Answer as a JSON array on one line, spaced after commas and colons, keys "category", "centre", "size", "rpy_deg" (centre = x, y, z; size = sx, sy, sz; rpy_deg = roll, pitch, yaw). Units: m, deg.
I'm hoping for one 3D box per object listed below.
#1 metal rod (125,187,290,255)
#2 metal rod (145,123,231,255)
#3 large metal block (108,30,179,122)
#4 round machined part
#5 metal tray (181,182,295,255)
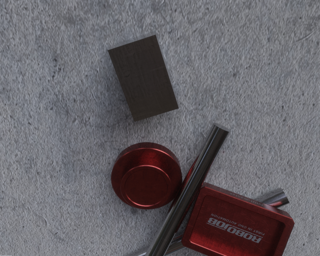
[{"category": "metal rod", "centre": [0.048, 0.164, 0.471], "size": [0.301, 0.025, 0.025], "rpy_deg": [-27, 108, 9]}, {"category": "metal rod", "centre": [0.019, 0.129, 0.435], "size": [0.025, 0.025, 0.298], "rpy_deg": [23, 105, -9]}, {"category": "large metal block", "centre": [-0.016, -0.063, 0.357], "size": [0.050, 0.080, 0.080], "rpy_deg": [-17, 110, 6]}, {"category": "round machined part", "centre": [-0.018, 0.072, 0.427], "size": [0.099, 0.042, 0.097], "rpy_deg": [0, 110, -1]}, {"category": "metal tray", "centre": [0.105, 0.141, 0.432], "size": [0.131, 0.030, 0.089], "rpy_deg": [19, 95, 8]}]
